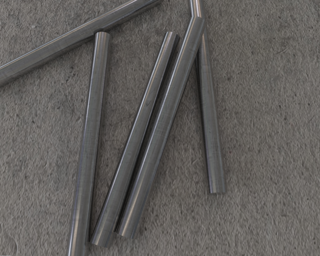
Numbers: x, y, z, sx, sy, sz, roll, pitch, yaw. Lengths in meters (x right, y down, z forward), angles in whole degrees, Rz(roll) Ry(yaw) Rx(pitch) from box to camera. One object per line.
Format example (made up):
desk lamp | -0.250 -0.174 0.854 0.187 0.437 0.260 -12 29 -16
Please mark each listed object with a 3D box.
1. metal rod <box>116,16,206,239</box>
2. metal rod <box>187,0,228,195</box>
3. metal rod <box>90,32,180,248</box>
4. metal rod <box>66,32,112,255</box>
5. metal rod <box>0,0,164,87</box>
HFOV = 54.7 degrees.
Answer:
metal rod | 0.007 -0.012 0.398 0.025 0.025 0.299 17 76 6
metal rod | 0.063 -0.060 0.430 0.025 0.025 0.299 -3 70 -1
metal rod | -0.026 0.001 0.407 0.025 0.025 0.299 16 71 6
metal rod | -0.089 0.006 0.404 0.025 0.025 0.299 2 70 1
metal rod | -0.127 -0.131 0.455 0.301 0.025 0.025 -32 73 -11
